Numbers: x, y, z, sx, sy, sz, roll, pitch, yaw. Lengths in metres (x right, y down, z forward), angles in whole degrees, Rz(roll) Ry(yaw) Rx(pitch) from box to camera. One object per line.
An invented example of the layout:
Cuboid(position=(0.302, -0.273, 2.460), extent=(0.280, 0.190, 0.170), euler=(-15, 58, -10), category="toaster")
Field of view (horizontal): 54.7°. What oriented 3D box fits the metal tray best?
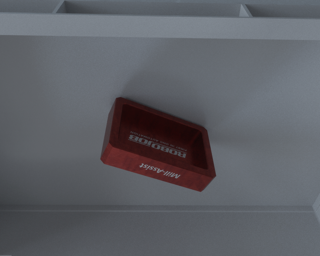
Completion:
Cuboid(position=(0.000, 0.019, 0.378), extent=(0.131, 0.090, 0.030), euler=(19, 127, -17), category="metal tray")
